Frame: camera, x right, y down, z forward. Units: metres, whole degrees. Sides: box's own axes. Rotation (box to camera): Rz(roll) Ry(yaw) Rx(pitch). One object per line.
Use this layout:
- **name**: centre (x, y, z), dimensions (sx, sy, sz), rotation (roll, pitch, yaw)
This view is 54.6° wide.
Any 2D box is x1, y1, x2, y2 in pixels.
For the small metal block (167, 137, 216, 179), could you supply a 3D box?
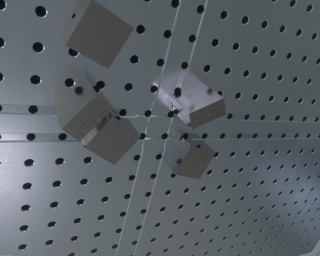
- **small metal block**: centre (0.047, 0.046, 0.465), dimensions (0.050, 0.025, 0.050), rotation (16, 110, -35)

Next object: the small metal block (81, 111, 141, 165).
- **small metal block**: centre (-0.061, 0.011, 0.384), dimensions (0.050, 0.025, 0.050), rotation (-47, 129, 5)

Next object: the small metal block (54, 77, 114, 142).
- **small metal block**: centre (-0.084, -0.022, 0.336), dimensions (0.050, 0.050, 0.025), rotation (-44, 129, 2)

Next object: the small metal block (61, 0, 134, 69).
- **small metal block**: centre (-0.064, -0.096, 0.316), dimensions (0.050, 0.025, 0.050), rotation (26, 104, -37)

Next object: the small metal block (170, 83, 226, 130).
- **small metal block**: centre (0.049, -0.029, 0.403), dimensions (0.050, 0.050, 0.025), rotation (-24, 127, -14)
